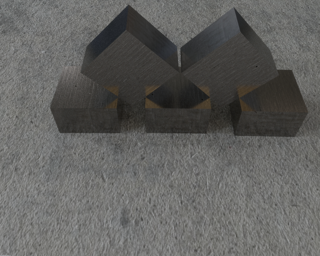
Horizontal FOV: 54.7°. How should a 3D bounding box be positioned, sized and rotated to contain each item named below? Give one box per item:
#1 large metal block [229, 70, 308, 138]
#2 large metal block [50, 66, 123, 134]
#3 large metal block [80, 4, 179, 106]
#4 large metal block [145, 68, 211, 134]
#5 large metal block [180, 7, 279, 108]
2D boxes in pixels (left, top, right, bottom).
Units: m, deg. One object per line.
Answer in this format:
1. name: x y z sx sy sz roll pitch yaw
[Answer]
1. large metal block: 0.140 -0.034 0.420 0.081 0.050 0.080 1 50 0
2. large metal block: -0.093 -0.039 0.420 0.081 0.050 0.080 0 50 0
3. large metal block: -0.035 -0.083 0.374 0.080 0.080 0.050 32 40 -34
4. large metal block: 0.023 -0.038 0.421 0.081 0.050 0.080 1 50 0
5. large metal block: 0.082 -0.082 0.377 0.080 0.080 0.050 -32 40 33
